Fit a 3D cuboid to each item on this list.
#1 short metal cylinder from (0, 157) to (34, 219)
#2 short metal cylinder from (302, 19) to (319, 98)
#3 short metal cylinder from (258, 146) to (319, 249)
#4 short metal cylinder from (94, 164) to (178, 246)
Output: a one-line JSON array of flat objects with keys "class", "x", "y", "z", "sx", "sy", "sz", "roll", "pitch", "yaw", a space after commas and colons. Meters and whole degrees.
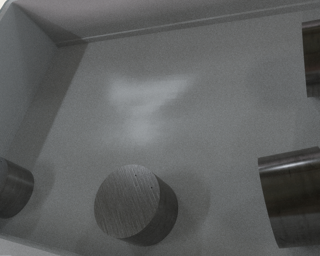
[{"class": "short metal cylinder", "x": -0.238, "y": 0.089, "z": 0.460, "sx": 0.080, "sy": 0.050, "sz": 0.080, "roll": -13, "pitch": 56, "yaw": 21}, {"class": "short metal cylinder", "x": 0.178, "y": -0.074, "z": 0.322, "sx": 0.050, "sy": 0.080, "sz": 0.080, "roll": -4, "pitch": 60, "yaw": 26}, {"class": "short metal cylinder", "x": 0.121, "y": 0.060, "z": 0.270, "sx": 0.050, "sy": 0.080, "sz": 0.080, "roll": -15, "pitch": 56, "yaw": 20}, {"class": "short metal cylinder", "x": -0.026, "y": 0.088, "z": 0.350, "sx": 0.080, "sy": 0.050, "sz": 0.080, "roll": -13, "pitch": 56, "yaw": 21}]
